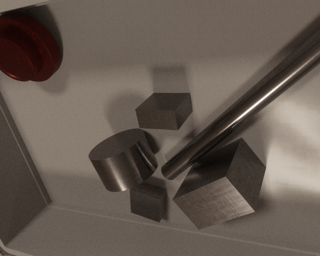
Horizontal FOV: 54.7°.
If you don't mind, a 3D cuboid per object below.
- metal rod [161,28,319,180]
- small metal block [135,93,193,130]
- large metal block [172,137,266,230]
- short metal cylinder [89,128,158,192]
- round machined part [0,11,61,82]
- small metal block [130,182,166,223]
[{"bbox_3d":[0.093,-0.020,0.346,0.025,0.025,0.298,43,129,-2],"label":"metal rod"},{"bbox_3d":[0.006,-0.021,0.375,0.050,0.050,0.025,3,120,26],"label":"small metal block"},{"bbox_3d":[0.073,0.067,0.375,0.080,0.080,0.050,-34,100,38],"label":"large metal block"},{"bbox_3d":[-0.049,0.042,0.424,0.080,0.080,0.050,-10,113,32],"label":"short metal cylinder"},{"bbox_3d":[-0.188,-0.102,0.417,0.098,0.042,0.097,15,138,14],"label":"round machined part"},{"bbox_3d":[-0.018,0.115,0.488,0.050,0.025,0.050,14,124,20],"label":"small metal block"}]
